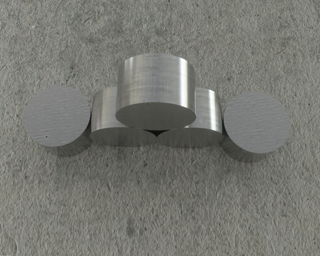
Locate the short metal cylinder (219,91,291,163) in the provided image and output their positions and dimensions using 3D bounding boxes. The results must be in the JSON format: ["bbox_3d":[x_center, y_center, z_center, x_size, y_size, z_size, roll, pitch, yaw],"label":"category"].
[{"bbox_3d":[0.117,0.000,0.396,0.081,0.050,0.080,0,70,-1],"label":"short metal cylinder"}]

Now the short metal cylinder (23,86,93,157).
[{"bbox_3d":[-0.125,-0.007,0.398,0.081,0.050,0.080,0,70,-1],"label":"short metal cylinder"}]

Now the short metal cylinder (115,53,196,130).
[{"bbox_3d":[-0.004,-0.034,0.319,0.080,0.080,0.050,1,71,0],"label":"short metal cylinder"}]

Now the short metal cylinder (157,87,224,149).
[{"bbox_3d":[0.036,-0.010,0.384,0.081,0.080,0.050,0,69,0],"label":"short metal cylinder"}]

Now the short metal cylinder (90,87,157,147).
[{"bbox_3d":[-0.044,-0.011,0.384,0.081,0.080,0.050,0,70,0],"label":"short metal cylinder"}]
